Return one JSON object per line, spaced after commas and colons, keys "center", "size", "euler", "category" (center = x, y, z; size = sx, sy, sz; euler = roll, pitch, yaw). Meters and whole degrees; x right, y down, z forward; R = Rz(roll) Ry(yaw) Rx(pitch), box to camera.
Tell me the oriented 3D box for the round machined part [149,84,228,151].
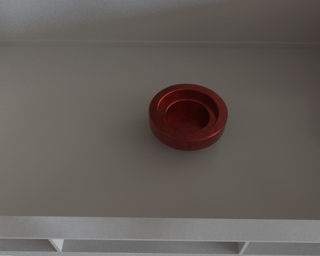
{"center": [0.035, -0.010, 0.402], "size": [0.099, 0.042, 0.098], "euler": [0, 50, 0], "category": "round machined part"}
